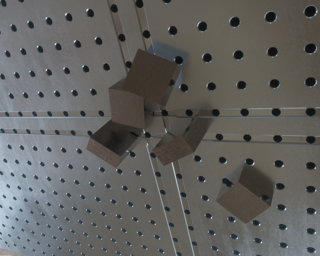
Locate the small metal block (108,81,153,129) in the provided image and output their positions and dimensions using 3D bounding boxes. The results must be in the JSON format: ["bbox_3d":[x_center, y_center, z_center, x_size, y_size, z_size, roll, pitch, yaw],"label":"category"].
[{"bbox_3d":[-0.038,-0.030,0.411,0.050,0.025,0.050,12,124,21],"label":"small metal block"}]

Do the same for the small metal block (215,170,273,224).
[{"bbox_3d":[0.111,0.092,0.409,0.050,0.025,0.050,37,129,2],"label":"small metal block"}]

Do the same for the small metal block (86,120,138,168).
[{"bbox_3d":[-0.067,0.022,0.443,0.050,0.050,0.025,31,128,7],"label":"small metal block"}]

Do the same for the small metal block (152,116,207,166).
[{"bbox_3d":[0.025,0.016,0.391,0.050,0.050,0.025,-29,102,37],"label":"small metal block"}]

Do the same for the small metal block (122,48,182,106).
[{"bbox_3d":[-0.009,-0.059,0.364,0.050,0.025,0.050,24,95,13],"label":"small metal block"}]
